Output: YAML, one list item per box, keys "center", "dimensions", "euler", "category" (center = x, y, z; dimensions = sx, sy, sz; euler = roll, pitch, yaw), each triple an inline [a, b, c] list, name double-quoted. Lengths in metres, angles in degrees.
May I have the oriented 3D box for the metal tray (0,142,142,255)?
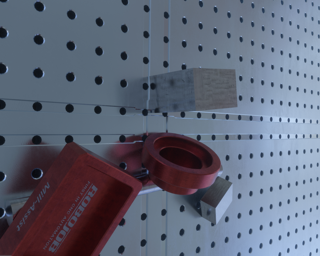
- center: [-0.086, 0.089, 0.304]
  dimensions: [0.090, 0.030, 0.130]
  euler: [39, 81, -44]
  category: "metal tray"

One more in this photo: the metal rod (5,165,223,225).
- center: [-0.027, 0.072, 0.388]
  dimensions: [0.302, 0.025, 0.025]
  euler: [-4, 93, -40]
  category: "metal rod"

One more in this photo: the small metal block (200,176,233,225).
- center: [0.087, 0.111, 0.473]
  dimensions: [0.050, 0.025, 0.050]
  euler: [-46, 144, -30]
  category: "small metal block"

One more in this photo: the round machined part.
- center: [0.023, 0.047, 0.392]
  dimensions: [0.099, 0.098, 0.042]
  euler: [-4, 121, -40]
  category: "round machined part"

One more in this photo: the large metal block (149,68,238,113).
- center: [0.044, -0.049, 0.413]
  dimensions: [0.081, 0.080, 0.050]
  euler: [-8, 95, -40]
  category: "large metal block"
